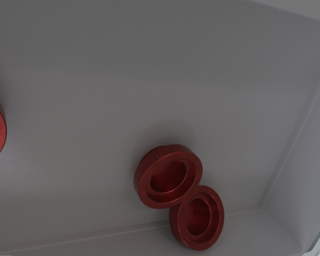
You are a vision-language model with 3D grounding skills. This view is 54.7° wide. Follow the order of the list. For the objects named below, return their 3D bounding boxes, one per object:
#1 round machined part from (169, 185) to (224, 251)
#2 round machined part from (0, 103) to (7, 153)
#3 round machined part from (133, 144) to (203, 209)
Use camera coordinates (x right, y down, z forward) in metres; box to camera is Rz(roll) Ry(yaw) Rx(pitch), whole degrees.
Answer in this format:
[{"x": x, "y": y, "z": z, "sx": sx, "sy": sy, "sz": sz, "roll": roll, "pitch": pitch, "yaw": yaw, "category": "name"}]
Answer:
[{"x": 0.053, "y": 0.140, "z": 0.494, "sx": 0.099, "sy": 0.042, "sz": 0.097, "roll": 6, "pitch": 80, "yaw": -36, "category": "round machined part"}, {"x": -0.198, "y": -0.005, "z": 0.287, "sx": 0.099, "sy": 0.042, "sz": 0.097, "roll": -14, "pitch": 124, "yaw": -21, "category": "round machined part"}, {"x": 0.008, "y": 0.064, "z": 0.441, "sx": 0.099, "sy": 0.042, "sz": 0.097, "roll": -14, "pitch": 124, "yaw": -21, "category": "round machined part"}]
